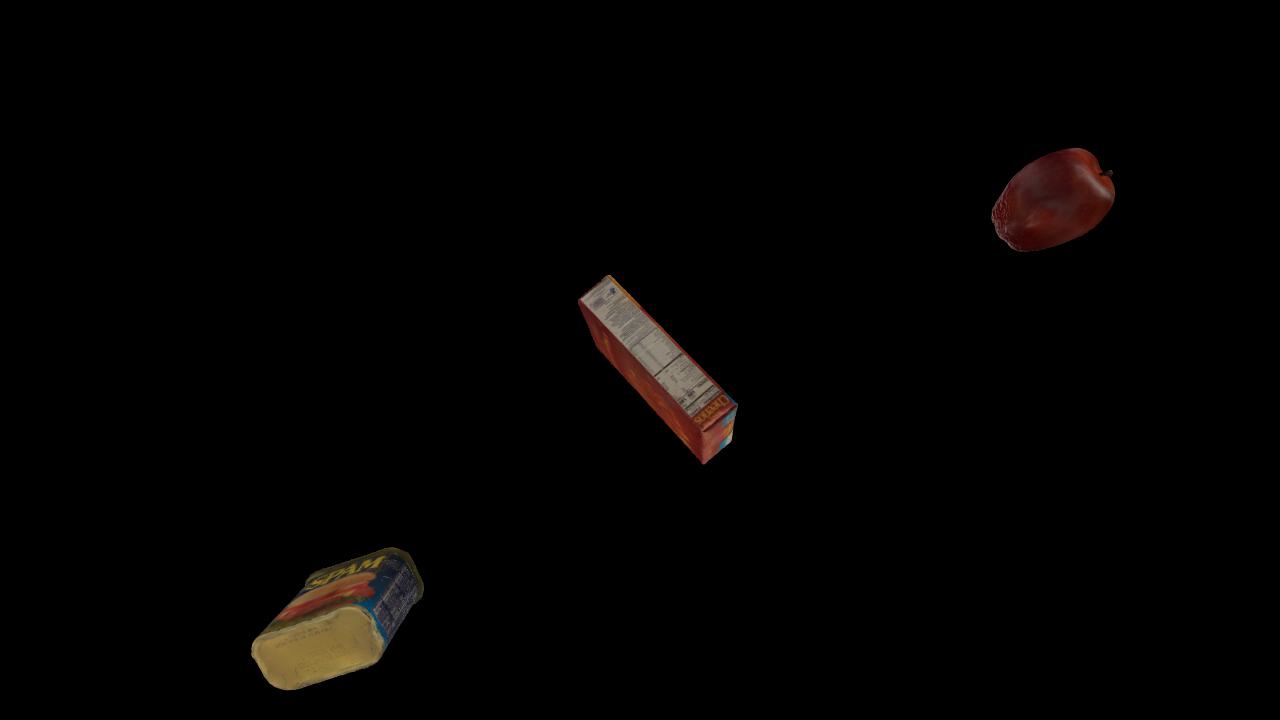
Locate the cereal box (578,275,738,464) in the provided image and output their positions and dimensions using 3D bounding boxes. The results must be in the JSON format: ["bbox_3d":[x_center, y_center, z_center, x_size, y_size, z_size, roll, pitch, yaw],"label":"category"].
[{"bbox_3d":[0.032,0.021,1.027,0.081,0.306,0.203,-40,-21,-10],"label":"cereal box"}]

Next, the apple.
[{"bbox_3d":[0.357,-0.137,0.533,0.079,0.079,0.093,0,-23,-32],"label":"apple"}]

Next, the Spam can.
[{"bbox_3d":[-0.240,0.208,0.497,0.101,0.058,0.085,-20,12,4],"label":"Spam can"}]
